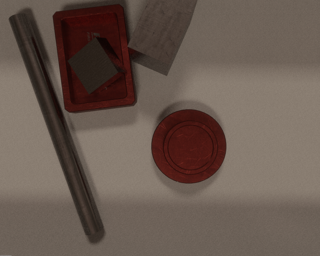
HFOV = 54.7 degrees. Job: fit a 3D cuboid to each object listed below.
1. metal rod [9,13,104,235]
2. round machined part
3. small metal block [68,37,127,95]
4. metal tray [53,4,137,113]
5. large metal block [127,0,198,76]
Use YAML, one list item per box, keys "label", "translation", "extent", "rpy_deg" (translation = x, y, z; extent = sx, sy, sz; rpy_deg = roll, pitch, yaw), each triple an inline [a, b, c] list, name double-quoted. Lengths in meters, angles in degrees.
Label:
- label: "metal rod"
  translation: [-0.136, -0.004, 0.409]
  extent: [0.025, 0.025, 0.298]
  rpy_deg: [-20, 90, 0]
- label: "round machined part"
  translation: [0.038, 0.024, 0.403]
  extent: [0.099, 0.042, 0.097]
  rpy_deg: [0, 90, -1]
- label: "small metal block"
  translation: [-0.078, -0.078, 0.388]
  extent: [0.050, 0.025, 0.050]
  rpy_deg: [-32, 90, 23]
- label: "metal tray"
  translation: [-0.084, -0.089, 0.407]
  extent: [0.091, 0.030, 0.129]
  rpy_deg: [-7, 90, -1]
- label: "large metal block"
  translation: [0.003, -0.117, 0.384]
  extent: [0.050, 0.080, 0.080]
  rpy_deg: [24, 90, -1]
